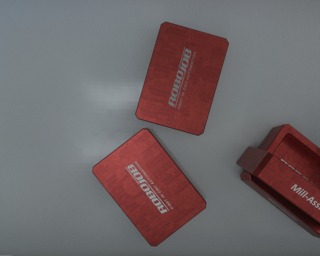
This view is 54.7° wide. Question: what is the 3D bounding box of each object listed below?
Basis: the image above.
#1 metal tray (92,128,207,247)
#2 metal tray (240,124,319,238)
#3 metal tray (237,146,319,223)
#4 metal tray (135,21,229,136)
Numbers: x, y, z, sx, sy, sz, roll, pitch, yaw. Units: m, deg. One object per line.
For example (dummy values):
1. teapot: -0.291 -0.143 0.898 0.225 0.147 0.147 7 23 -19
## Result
1. metal tray: -0.013 0.076 0.409 0.090 0.030 0.130 -38 90 0
2. metal tray: 0.182 0.068 0.400 0.130 0.030 0.090 38 78 -1
3. metal tray: 0.163 0.076 0.379 0.130 0.090 0.030 37 91 0
4. metal tray: 0.028 -0.063 0.409 0.090 0.030 0.129 16 90 0
